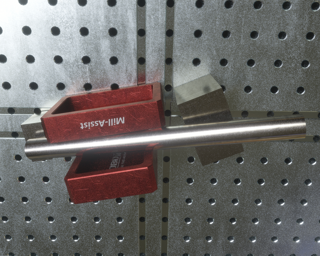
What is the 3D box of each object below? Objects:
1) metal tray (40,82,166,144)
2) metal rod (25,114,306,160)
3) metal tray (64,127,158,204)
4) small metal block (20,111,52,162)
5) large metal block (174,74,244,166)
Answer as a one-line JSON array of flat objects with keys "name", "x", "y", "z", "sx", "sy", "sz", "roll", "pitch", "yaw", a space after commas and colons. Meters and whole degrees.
[{"name": "metal tray", "x": -0.061, "y": -0.021, "z": 0.369, "sx": 0.131, "sy": 0.090, "sz": 0.030, "roll": -8, "pitch": 111, "yaw": 2}, {"name": "metal rod", "x": -0.005, "y": 0.012, "z": 0.337, "sx": 0.301, "sy": 0.025, "sz": 0.025, "roll": -5, "pitch": 111, "yaw": 11}, {"name": "metal tray", "x": -0.050, "y": 0.036, "z": 0.370, "sx": 0.091, "sy": 0.130, "sz": 0.030, "roll": -9, "pitch": 111, "yaw": 3}, {"name": "small metal block", "x": -0.151, "y": 0.009, "z": 0.401, "sx": 0.025, "sy": 0.050, "sz": 0.050, "roll": -8, "pitch": 110, "yaw": 2}, {"name": "large metal block", "x": 0.057, "y": -0.013, "z": 0.379, "sx": 0.050, "sy": 0.080, "sz": 0.080, "roll": -21, "pitch": 109, "yaw": 7}]
